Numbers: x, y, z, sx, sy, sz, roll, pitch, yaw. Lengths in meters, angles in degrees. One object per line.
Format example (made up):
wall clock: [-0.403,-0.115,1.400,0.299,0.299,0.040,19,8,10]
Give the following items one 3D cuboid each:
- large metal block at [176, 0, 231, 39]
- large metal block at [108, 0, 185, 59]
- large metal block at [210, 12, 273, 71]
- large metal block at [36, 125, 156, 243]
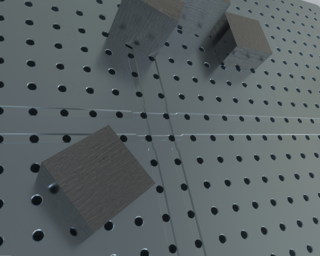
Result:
large metal block: [0.062,-0.213,0.535,0.081,0.080,0.050,14,56,-21]
large metal block: [-0.021,-0.162,0.460,0.080,0.080,0.050,26,53,-12]
large metal block: [0.146,-0.157,0.565,0.081,0.050,0.080,3,60,-27]
large metal block: [-0.067,0.056,0.322,0.080,0.050,0.080,-33,81,-38]
